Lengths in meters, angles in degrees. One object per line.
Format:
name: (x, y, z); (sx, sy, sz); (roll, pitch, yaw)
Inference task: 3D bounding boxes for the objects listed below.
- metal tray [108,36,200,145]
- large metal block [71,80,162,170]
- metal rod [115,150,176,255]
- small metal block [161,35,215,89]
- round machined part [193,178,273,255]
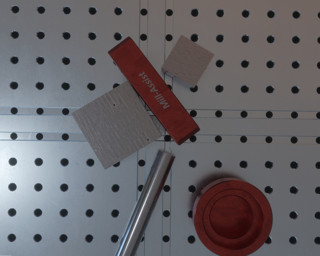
metal tray: (-0.007, -0.041, 0.380); (0.030, 0.090, 0.130); (-37, 90, 0)
large metal block: (-0.053, -0.004, 0.400); (0.080, 0.050, 0.080); (-31, 90, 0)
metal rod: (-0.047, 0.172, 0.412); (0.025, 0.025, 0.299); (22, 90, -1)
small metal block: (0.036, -0.087, 0.414); (0.050, 0.025, 0.050); (31, 90, -1)
round machined part: (0.092, 0.114, 0.406); (0.099, 0.042, 0.097); (0, 90, -1)
